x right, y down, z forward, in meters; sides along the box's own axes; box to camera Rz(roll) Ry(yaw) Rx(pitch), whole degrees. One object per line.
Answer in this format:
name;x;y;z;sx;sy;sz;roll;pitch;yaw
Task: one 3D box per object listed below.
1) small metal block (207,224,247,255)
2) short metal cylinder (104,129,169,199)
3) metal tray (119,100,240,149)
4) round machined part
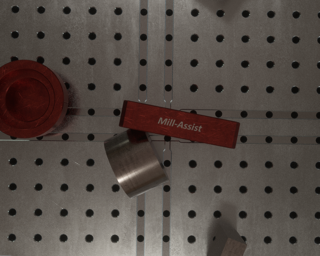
small metal block;0.085;0.161;0.402;0.025;0.050;0.050;22;90;0
short metal cylinder;-0.028;0.040;0.386;0.050;0.080;0.080;-26;90;0
metal tray;0.021;-0.004;0.381;0.131;0.090;0.030;11;90;-1
round machined part;-0.168;-0.036;0.403;0.099;0.042;0.097;0;90;-1
